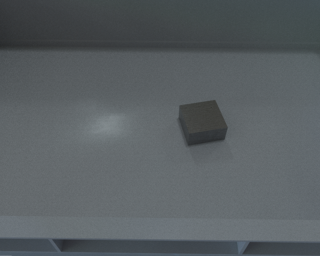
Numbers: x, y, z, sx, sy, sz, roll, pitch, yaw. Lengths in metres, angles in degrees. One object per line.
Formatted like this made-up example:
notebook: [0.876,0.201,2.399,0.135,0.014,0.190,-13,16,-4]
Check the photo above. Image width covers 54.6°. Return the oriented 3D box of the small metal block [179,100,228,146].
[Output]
small metal block: [0.056,-0.008,0.412,0.050,0.025,0.050,-9,51,-8]
